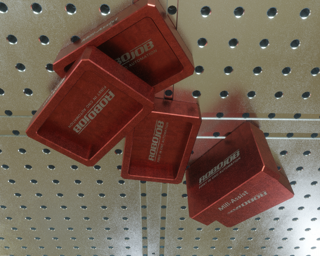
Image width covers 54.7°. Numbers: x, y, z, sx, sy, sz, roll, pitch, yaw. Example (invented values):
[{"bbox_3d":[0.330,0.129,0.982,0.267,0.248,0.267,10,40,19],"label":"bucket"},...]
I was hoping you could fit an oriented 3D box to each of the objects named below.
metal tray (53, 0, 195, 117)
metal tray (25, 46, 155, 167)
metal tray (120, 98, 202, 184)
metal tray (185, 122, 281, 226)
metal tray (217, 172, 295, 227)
[{"bbox_3d":[-0.039,-0.073,0.345,0.130,0.030,0.090,-25,126,19],"label":"metal tray"},{"bbox_3d":[-0.079,-0.017,0.352,0.090,0.030,0.130,33,123,-25],"label":"metal tray"},{"bbox_3d":[-0.003,0.021,0.426,0.091,0.030,0.129,7,130,-7],"label":"metal tray"},{"bbox_3d":[0.091,0.063,0.423,0.030,0.090,0.129,31,123,-24],"label":"metal tray"},{"bbox_3d":[0.134,0.108,0.502,0.130,0.030,0.090,-37,122,27],"label":"metal tray"}]
